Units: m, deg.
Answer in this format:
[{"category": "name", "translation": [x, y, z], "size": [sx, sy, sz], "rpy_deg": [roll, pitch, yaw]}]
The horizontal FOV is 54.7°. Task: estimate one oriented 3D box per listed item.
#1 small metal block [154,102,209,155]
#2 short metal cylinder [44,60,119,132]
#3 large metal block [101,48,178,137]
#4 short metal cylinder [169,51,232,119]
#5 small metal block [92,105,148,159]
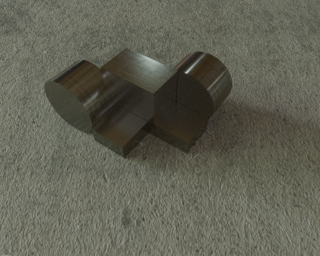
[{"category": "small metal block", "translation": [0.028, -0.001, 0.406], "size": [0.050, 0.025, 0.050], "rpy_deg": [28, 55, 22]}, {"category": "short metal cylinder", "translation": [-0.101, -0.041, 0.403], "size": [0.080, 0.080, 0.050], "rpy_deg": [28, 56, 21]}, {"category": "large metal block", "translation": [-0.026, -0.047, 0.409], "size": [0.080, 0.080, 0.050], "rpy_deg": [28, 55, 21]}, {"category": "short metal cylinder", "translation": [0.049, -0.055, 0.415], "size": [0.080, 0.080, 0.050], "rpy_deg": [29, 56, 22]}, {"category": "small metal block", "translation": [-0.051, 0.004, 0.401], "size": [0.050, 0.025, 0.050], "rpy_deg": [28, 55, 22]}]
